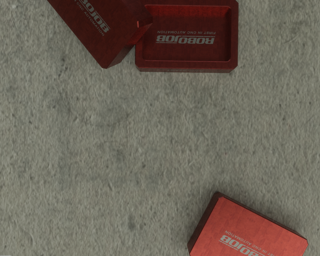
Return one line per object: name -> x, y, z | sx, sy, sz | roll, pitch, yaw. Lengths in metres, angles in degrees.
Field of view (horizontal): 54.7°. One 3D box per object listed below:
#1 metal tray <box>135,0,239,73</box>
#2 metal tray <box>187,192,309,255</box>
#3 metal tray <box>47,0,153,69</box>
metal tray -> 0.034, -0.120, 0.407 | 0.131, 0.030, 0.089 | 1, 90, -1
metal tray -> 0.114, 0.154, 0.409 | 0.130, 0.030, 0.090 | 27, 90, -1
metal tray -> -0.079, -0.150, 0.379 | 0.130, 0.030, 0.090 | 51, 134, -1
